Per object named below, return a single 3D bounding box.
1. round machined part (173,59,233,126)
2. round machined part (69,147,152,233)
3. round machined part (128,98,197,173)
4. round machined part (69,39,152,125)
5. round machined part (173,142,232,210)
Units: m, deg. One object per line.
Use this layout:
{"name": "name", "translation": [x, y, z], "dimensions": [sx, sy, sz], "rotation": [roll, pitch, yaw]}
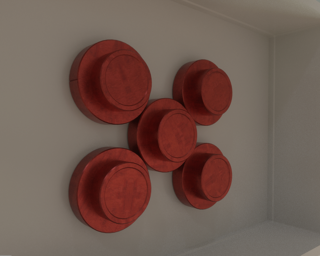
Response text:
{"name": "round machined part", "translation": [0.069, -0.052, 0.454], "dimensions": [0.099, 0.042, 0.097], "rotation": [0, 90, -40]}
{"name": "round machined part", "translation": [-0.049, 0.071, 0.355], "dimensions": [0.099, 0.042, 0.097], "rotation": [0, 90, -40]}
{"name": "round machined part", "translation": [0.011, 0.010, 0.404], "dimensions": [0.099, 0.042, 0.097], "rotation": [0, 90, -40]}
{"name": "round machined part", "translation": [-0.048, -0.052, 0.355], "dimensions": [0.099, 0.042, 0.097], "rotation": [0, 90, -40]}
{"name": "round machined part", "translation": [0.069, 0.071, 0.454], "dimensions": [0.099, 0.042, 0.097], "rotation": [0, 90, -40]}
